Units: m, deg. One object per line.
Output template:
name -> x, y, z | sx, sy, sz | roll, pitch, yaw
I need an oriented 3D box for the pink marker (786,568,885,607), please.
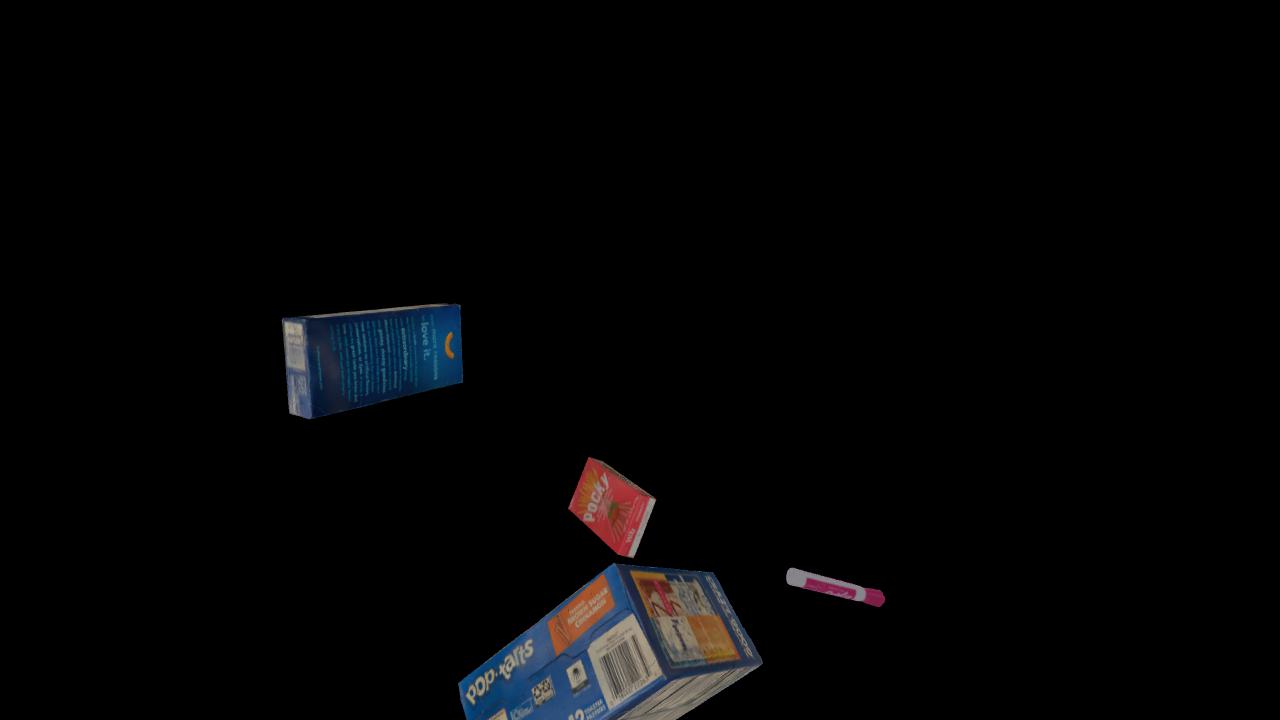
pink marker -> 0.223, 0.257, 0.693 | 0.121, 0.020, 0.020 | 18, -4, -12

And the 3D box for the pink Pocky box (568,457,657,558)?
pink Pocky box -> -0.042, 0.198, 0.845 | 0.029, 0.084, 0.155 | 23, -1, -33

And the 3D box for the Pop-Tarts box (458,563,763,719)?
Pop-Tarts box -> -0.021, 0.233, 0.459 | 0.167, 0.083, 0.141 | -41, -38, 17

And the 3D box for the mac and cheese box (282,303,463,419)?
mac and cheese box -> -0.263, -0.006, 0.629 | 0.041, 0.093, 0.184 | 5, 11, 29
